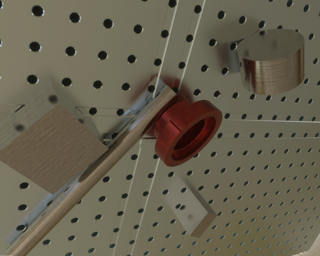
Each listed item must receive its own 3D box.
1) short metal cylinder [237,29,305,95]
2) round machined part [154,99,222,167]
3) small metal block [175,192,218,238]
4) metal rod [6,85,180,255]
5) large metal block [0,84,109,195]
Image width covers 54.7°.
[{"bbox_3d":[0.144,-0.087,0.403,0.080,0.080,0.050,-29,129,-10],"label":"short metal cylinder"},{"bbox_3d":[0.031,0.001,0.405,0.099,0.042,0.098,-33,151,-21],"label":"round machined part"},{"bbox_3d":[0.060,0.146,0.521,0.025,0.050,0.050,27,104,-38],"label":"small metal block"},{"bbox_3d":[-0.088,0.060,0.401,0.300,0.025,0.025,-46,130,3],"label":"metal rod"},{"bbox_3d":[-0.118,0.013,0.340,0.080,0.050,0.080,-40,130,-2],"label":"large metal block"}]
